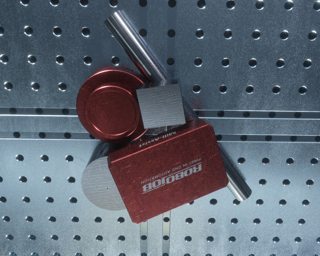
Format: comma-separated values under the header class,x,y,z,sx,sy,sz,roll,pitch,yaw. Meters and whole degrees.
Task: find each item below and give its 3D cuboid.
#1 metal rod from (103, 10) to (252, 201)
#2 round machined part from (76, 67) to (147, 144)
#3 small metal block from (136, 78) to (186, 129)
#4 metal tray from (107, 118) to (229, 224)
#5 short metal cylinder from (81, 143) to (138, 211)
class,x,y,z,sx,sy,sz,roll,pitch,yaw
metal rod,0.032,-0.017,0.403,0.025,0.025,0.300,-35,107,12
round machined part,-0.057,-0.024,0.390,0.099,0.042,0.097,0,110,1
small metal block,0.003,-0.030,0.373,0.050,0.025,0.050,-8,113,8
metal tray,0.011,0.053,0.385,0.131,0.030,0.090,-21,110,-6
short metal cylinder,-0.060,0.063,0.418,0.081,0.050,0.079,0,110,0
